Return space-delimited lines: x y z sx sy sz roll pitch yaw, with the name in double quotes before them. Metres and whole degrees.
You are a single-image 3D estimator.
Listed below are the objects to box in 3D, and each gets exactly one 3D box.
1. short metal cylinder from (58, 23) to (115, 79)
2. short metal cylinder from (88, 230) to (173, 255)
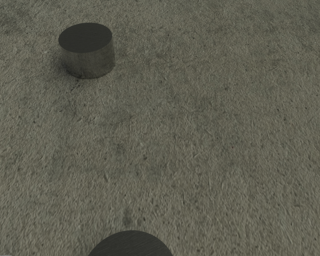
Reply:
"short metal cylinder" -0.113 -0.122 0.489 0.080 0.050 0.080 0 50 0
"short metal cylinder" -0.025 0.138 0.271 0.080 0.050 0.080 0 50 0
